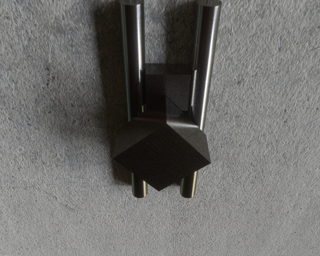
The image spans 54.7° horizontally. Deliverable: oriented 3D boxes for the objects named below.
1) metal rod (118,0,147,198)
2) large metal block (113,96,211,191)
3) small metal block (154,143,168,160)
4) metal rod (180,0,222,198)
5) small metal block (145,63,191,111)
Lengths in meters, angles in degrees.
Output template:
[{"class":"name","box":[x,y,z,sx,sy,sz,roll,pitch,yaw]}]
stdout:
[{"class":"metal rod","box":[-0.030,-0.011,0.400,0.025,0.025,0.298,0,130,-1]},{"class":"large metal block","box":[0.003,0.022,0.375,0.080,0.050,0.080,-33,123,25]},{"class":"small metal block","box":[0.007,0.040,0.441,0.050,0.025,0.050,0,130,-1]},{"class":"metal rod","box":[0.046,-0.011,0.401,0.025,0.025,0.298,0,130,-1]},{"class":"small metal block","box":[0.009,-0.048,0.366,0.050,0.025,0.050,0,130,-1]}]
